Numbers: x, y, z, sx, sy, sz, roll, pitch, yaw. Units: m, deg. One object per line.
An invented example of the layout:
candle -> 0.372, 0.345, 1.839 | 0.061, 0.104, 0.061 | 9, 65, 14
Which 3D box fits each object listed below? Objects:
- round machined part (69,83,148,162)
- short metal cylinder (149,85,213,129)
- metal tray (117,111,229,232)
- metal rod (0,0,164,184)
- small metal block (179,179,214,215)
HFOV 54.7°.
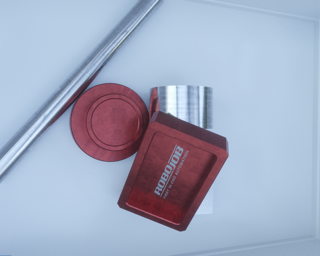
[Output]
round machined part -> -0.059, -0.007, 0.381 | 0.099, 0.042, 0.097 | 0, 90, -21
short metal cylinder -> 0.027, -0.024, 0.392 | 0.081, 0.080, 0.050 | 0, 90, -20
metal tray -> 0.012, 0.054, 0.363 | 0.090, 0.030, 0.129 | 22, 118, -1
metal rod -> -0.096, -0.060, 0.375 | 0.025, 0.025, 0.300 | 42, 76, -16
small metal block -> 0.045, 0.092, 0.429 | 0.050, 0.025, 0.050 | 2, 89, -21
